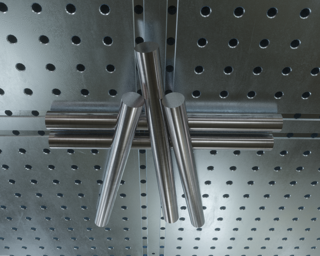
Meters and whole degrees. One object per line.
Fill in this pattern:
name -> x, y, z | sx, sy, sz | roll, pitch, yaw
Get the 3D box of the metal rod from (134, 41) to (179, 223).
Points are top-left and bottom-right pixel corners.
metal rod -> 0.002, 0.031, 0.406 | 0.025, 0.025, 0.298 | -5, 130, 4

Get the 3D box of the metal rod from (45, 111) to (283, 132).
metal rod -> 0.006, -0.009, 0.405 | 0.302, 0.025, 0.025 | 1, 130, -1

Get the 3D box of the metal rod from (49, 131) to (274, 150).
metal rod -> 0.003, 0.018, 0.427 | 0.302, 0.025, 0.025 | 1, 130, -1

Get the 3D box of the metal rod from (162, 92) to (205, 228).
metal rod -> 0.041, 0.068, 0.446 | 0.025, 0.025, 0.299 | -8, 137, 6

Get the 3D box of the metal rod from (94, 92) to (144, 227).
metal rod -> -0.066, 0.067, 0.443 | 0.025, 0.025, 0.298 | 11, 136, -10
